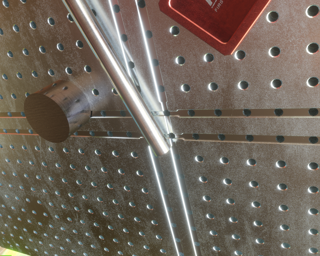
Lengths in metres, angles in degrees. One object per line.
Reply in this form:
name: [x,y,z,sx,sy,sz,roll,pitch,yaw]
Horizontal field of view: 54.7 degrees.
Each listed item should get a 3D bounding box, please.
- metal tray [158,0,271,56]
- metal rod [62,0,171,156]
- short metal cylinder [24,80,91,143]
metal tray: [0.066,-0.144,0.283,0.090,0.030,0.129,36,129,4]
metal rod: [-0.068,-0.093,0.389,0.025,0.025,0.299,-19,109,35]
short metal cylinder: [-0.151,-0.025,0.460,0.080,0.050,0.079,13,124,21]
